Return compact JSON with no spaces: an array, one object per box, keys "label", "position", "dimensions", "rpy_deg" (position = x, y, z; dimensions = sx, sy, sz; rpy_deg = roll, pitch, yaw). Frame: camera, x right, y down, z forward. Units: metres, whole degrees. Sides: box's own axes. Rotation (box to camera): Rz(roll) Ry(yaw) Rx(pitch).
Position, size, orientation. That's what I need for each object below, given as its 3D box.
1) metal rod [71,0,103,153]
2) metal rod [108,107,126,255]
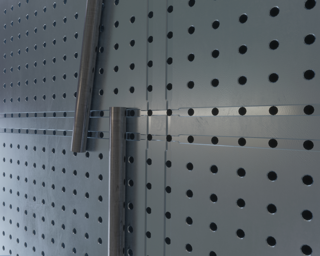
[{"label":"metal rod","position":[-0.117,-0.108,0.506],"dimensions":[0.025,0.025,0.298],"rpy_deg":[13,98,39]},{"label":"metal rod","position":[-0.064,0.118,0.462],"dimensions":[0.025,0.025,0.298],"rpy_deg":[1,91,40]}]
